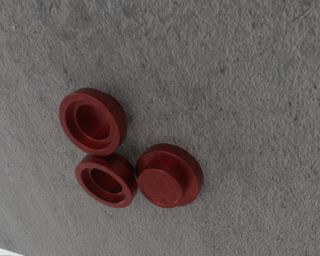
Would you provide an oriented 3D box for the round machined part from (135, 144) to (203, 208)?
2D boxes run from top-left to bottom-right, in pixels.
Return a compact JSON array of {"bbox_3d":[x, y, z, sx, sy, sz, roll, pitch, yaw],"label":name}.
[{"bbox_3d":[0.008,0.074,0.437,0.098,0.042,0.097,13,124,21],"label":"round machined part"}]

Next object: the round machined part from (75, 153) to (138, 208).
[{"bbox_3d":[-0.077,0.074,0.477,0.098,0.042,0.097,16,133,18],"label":"round machined part"}]

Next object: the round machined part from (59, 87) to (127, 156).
[{"bbox_3d":[-0.088,-0.012,0.435,0.098,0.042,0.097,13,124,21],"label":"round machined part"}]
